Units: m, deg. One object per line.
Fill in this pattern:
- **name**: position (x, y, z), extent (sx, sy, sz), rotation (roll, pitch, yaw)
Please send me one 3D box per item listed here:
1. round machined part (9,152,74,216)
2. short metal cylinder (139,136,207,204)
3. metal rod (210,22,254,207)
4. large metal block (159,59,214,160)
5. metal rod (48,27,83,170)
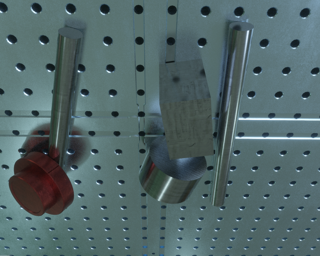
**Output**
- **round machined part**: position (-0.175, 0.086, 0.442), extent (0.098, 0.042, 0.097), rotation (16, 124, 25)
- **short metal cylinder**: position (0.017, 0.056, 0.423), extent (0.081, 0.080, 0.050), rotation (14, 129, -12)
- **metal rod**: position (0.090, 0.007, 0.419), extent (0.025, 0.025, 0.298), rotation (-2, 130, 1)
- **large metal block**: position (0.030, -0.022, 0.357), extent (0.050, 0.080, 0.080), rotation (-7, 130, 5)
- **metal rod**: position (-0.136, 0.009, 0.417), extent (0.025, 0.025, 0.298), rotation (12, 129, -11)
